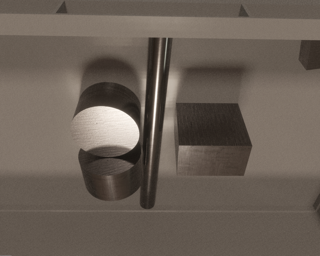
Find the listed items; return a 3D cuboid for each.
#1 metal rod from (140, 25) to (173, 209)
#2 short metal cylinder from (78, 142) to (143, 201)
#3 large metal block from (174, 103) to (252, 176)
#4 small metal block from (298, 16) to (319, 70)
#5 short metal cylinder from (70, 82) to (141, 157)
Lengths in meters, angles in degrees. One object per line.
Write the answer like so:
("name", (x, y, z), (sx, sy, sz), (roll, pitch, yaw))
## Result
("metal rod", (-0.010, 0.011, 0.418), (0.025, 0.025, 0.298), (3, 130, -3))
("short metal cylinder", (-0.064, 0.050, 0.415), (0.081, 0.080, 0.050), (-1, 130, 0))
("large metal block", (0.060, 0.013, 0.385), (0.081, 0.080, 0.050), (0, 130, -1))
("small metal block", (0.182, -0.093, 0.333), (0.050, 0.025, 0.050), (-7, 130, 5))
("short metal cylinder", (-0.065, -0.010, 0.384), (0.081, 0.050, 0.079), (0, 130, 0))
